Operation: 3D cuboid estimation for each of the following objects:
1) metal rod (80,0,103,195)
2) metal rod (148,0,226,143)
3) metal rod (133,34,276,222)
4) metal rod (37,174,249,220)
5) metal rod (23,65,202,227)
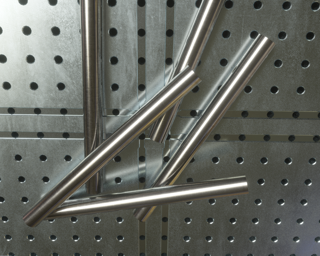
[{"bbox_3d":[-0.086,-0.051,0.393,0.025,0.025,0.298,3,110,-2],"label":"metal rod"},{"bbox_3d":[0.049,-0.117,0.371,0.025,0.025,0.298,20,109,-8],"label":"metal rod"},{"bbox_3d":[0.050,0.011,0.418,0.025,0.025,0.299,31,107,-11],"label":"metal rod"},{"bbox_3d":[-0.034,0.098,0.426,0.301,0.025,0.025,-10,110,12],"label":"metal rod"},{"bbox_3d":[-0.069,0.031,0.396,0.300,0.025,0.025,-41,106,13],"label":"metal rod"}]
